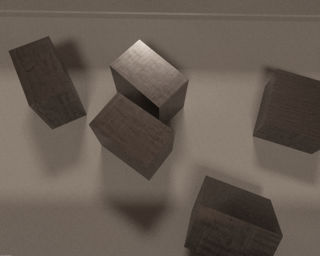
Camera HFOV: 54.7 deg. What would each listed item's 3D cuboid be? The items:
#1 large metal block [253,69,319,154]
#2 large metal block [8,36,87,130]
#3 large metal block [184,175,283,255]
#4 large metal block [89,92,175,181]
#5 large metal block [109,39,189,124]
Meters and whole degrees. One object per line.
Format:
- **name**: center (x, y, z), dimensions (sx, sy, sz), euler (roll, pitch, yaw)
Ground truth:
- **large metal block**: center (0.177, -0.021, 0.406), dimensions (0.080, 0.050, 0.080), euler (18, 71, 6)
- **large metal block**: center (-0.141, -0.055, 0.399), dimensions (0.050, 0.080, 0.080), euler (-24, 72, -9)
- **large metal block**: center (0.077, 0.102, 0.337), dimensions (0.080, 0.080, 0.050), euler (20, 105, 7)
- **large metal block**: center (-0.031, 0.013, 0.375), dimensions (0.080, 0.080, 0.050), euler (35, 74, 11)
- **large metal block**: center (-0.013, -0.052, 0.399), dimensions (0.080, 0.080, 0.050), euler (41, 75, 13)
